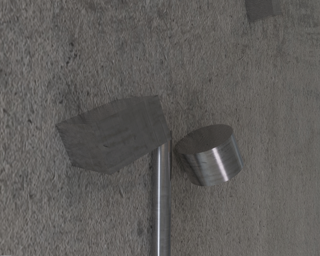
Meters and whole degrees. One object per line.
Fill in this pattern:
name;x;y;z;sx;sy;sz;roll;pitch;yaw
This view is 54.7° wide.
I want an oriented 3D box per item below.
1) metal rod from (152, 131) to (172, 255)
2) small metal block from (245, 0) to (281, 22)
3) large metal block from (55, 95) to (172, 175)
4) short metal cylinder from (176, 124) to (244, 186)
metal rod;0.002;0.152;0.406;0.025;0.025;0.298;1;90;-40
small metal block;0.177;-0.215;0.536;0.025;0.050;0.050;-18;102;-39
large metal block;-0.049;0.004;0.328;0.081;0.080;0.050;-28;108;-36
short metal cylinder;0.069;0.036;0.427;0.080;0.080;0.050;-36;113;-34
